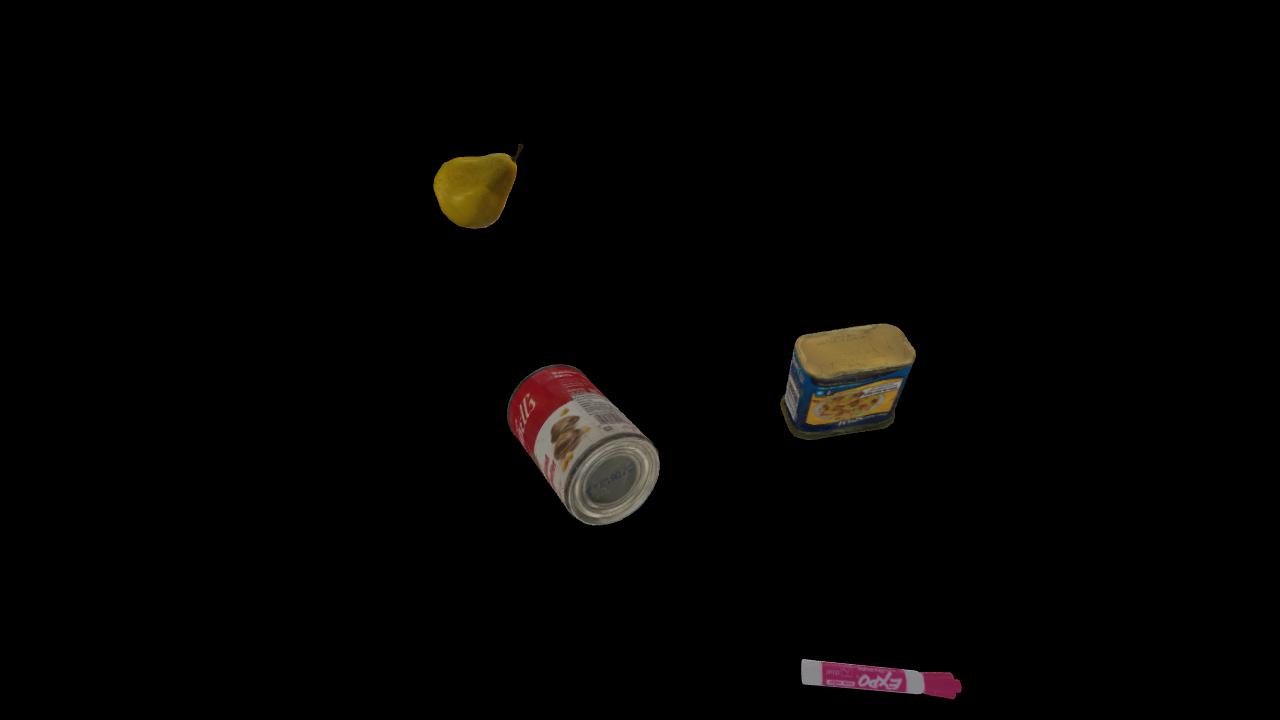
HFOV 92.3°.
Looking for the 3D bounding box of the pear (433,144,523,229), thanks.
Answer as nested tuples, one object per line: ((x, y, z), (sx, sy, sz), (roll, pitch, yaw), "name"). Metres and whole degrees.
((-0.167, -0.194, 0.677), (0.111, 0.080, 0.080), (-21, -5, 14), "pear")

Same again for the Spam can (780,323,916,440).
((0.182, 0.019, 0.545), (0.101, 0.058, 0.085), (-9, -42, -4), "Spam can")

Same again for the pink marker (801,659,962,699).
((0.192, 0.256, 0.494), (0.121, 0.020, 0.020), (1, 0, 10), "pink marker")

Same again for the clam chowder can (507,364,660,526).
((-0.040, 0.054, 0.413), (0.068, 0.068, 0.102), (0, 24, -34), "clam chowder can")
